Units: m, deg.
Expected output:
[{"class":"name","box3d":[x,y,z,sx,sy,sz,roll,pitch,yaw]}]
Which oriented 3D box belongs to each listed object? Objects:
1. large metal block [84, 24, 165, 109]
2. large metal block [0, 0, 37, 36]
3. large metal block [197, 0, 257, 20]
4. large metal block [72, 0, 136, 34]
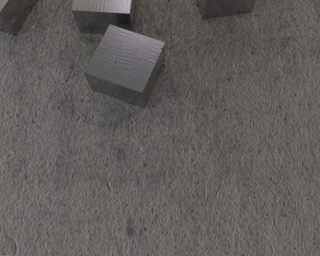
[{"class":"large metal block","box3d":[-0.045,-0.084,0.425,0.080,0.050,0.080,20,71,7]},{"class":"large metal block","box3d":[-0.244,-0.196,0.464,0.080,0.050,0.080,18,71,6]},{"class":"large metal block","box3d":[0.100,-0.212,0.457,0.081,0.080,0.050,-10,71,-4]},{"class":"large metal block","box3d":[-0.079,-0.189,0.463,0.080,0.050,0.080,4,70,1]}]
